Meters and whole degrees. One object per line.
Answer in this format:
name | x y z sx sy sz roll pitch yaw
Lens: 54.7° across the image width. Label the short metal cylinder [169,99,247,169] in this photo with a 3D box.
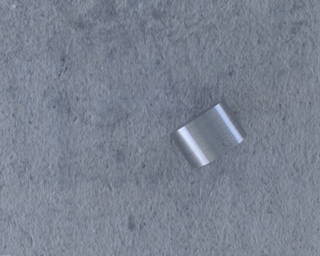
short metal cylinder | 0.059 0.007 0.383 0.080 0.080 0.050 -33 90 0
